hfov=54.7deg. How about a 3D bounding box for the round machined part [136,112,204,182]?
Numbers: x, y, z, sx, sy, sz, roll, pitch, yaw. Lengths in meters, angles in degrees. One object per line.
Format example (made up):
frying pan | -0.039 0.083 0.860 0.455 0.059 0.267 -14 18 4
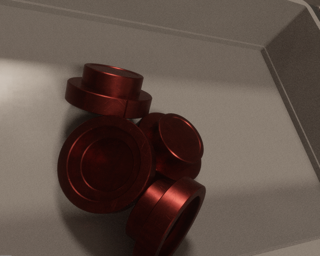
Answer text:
round machined part | 0.014 0.021 0.378 0.099 0.042 0.098 25 44 -27

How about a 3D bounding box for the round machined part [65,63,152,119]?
round machined part | -0.057 -0.047 0.360 0.099 0.042 0.098 13 16 -4

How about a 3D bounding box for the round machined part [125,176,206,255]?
round machined part | 0.003 0.091 0.313 0.042 0.097 0.099 29 47 23

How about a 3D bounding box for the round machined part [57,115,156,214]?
round machined part | -0.052 0.039 0.323 0.098 0.042 0.098 -3 74 11
